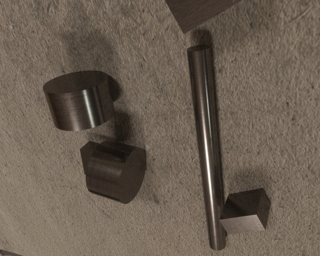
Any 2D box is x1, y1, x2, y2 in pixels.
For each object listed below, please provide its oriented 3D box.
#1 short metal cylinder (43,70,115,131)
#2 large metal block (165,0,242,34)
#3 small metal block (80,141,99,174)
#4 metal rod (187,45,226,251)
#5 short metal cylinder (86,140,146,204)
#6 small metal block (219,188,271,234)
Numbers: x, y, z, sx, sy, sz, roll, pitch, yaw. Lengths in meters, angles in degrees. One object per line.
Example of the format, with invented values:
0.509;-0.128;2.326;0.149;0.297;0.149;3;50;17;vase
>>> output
-0.103;-0.037;0.401;0.080;0.080;0.050;7;121;24;short metal cylinder
0.043;-0.145;0.278;0.080;0.050;0.080;-22;107;35;large metal block
-0.094;0.053;0.487;0.050;0.025;0.050;12;124;21;small metal block
0.064;0.045;0.399;0.025;0.025;0.298;4;121;26;metal rod
-0.060;0.061;0.439;0.050;0.080;0.079;12;124;21;short metal cylinder
0.110;0.107;0.398;0.050;0.050;0.025;-21;107;35;small metal block
